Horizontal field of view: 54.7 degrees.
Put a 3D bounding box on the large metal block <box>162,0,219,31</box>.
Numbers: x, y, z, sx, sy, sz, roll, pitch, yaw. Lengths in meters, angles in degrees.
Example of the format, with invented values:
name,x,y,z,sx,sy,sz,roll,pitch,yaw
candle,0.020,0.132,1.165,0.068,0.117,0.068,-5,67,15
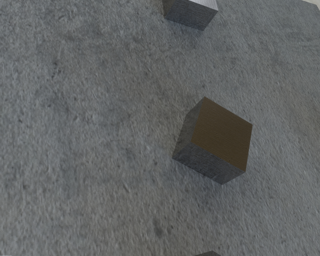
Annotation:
name,x,y,z,sx,sy,sz,roll,pitch,yaw
large metal block,0.052,-0.232,0.559,0.081,0.050,0.080,9,58,-24

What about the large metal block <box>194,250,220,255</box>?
name,x,y,z,sx,sy,sz,roll,pitch,yaw
large metal block,0.060,0.184,0.309,0.080,0.050,0.080,34,51,-6

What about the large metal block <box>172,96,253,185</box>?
name,x,y,z,sx,sy,sz,roll,pitch,yaw
large metal block,0.072,0.017,0.418,0.080,0.050,0.080,29,52,-10
